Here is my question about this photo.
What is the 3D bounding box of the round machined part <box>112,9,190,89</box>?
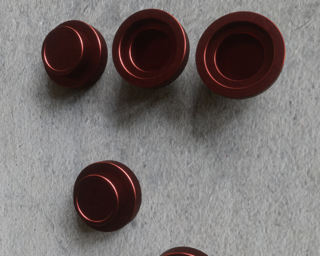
[{"bbox_3d":[-0.009,-0.099,0.402,0.098,0.042,0.097,0,90,19],"label":"round machined part"}]

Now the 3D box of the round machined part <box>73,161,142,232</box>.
[{"bbox_3d":[-0.078,0.095,0.426,0.098,0.042,0.097,0,90,19],"label":"round machined part"}]

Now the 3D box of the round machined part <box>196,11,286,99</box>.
[{"bbox_3d":[0.095,-0.082,0.366,0.098,0.042,0.097,0,90,19],"label":"round machined part"}]

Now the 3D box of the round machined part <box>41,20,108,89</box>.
[{"bbox_3d":[-0.129,-0.107,0.444,0.098,0.042,0.097,0,90,19],"label":"round machined part"}]

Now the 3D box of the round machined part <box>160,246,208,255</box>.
[{"bbox_3d":[0.035,0.197,0.387,0.098,0.042,0.097,0,90,19],"label":"round machined part"}]
